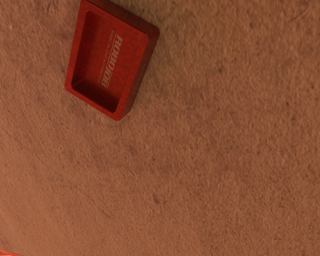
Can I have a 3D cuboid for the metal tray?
[{"bbox_3d":[-0.064,-0.082,0.384,0.090,0.030,0.129,31,128,7],"label":"metal tray"}]
